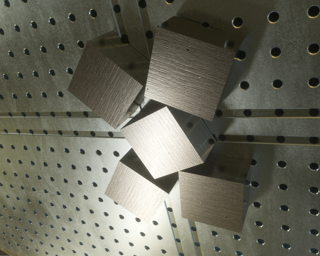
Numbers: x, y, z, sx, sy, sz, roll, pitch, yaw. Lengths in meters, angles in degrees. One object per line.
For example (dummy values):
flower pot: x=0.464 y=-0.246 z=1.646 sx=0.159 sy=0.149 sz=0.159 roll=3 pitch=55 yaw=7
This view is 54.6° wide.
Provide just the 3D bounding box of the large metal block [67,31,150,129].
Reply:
large metal block: x=-0.058 y=-0.060 z=0.389 sx=0.080 sy=0.050 sz=0.080 roll=39 pitch=130 yaw=2

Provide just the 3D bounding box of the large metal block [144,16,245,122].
large metal block: x=0.035 y=-0.065 z=0.335 sx=0.080 sy=0.050 sz=0.079 roll=21 pitch=127 yaw=12

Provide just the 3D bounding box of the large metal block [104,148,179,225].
large metal block: x=-0.026 y=0.082 z=0.458 sx=0.080 sy=0.050 sz=0.080 roll=33 pitch=129 yaw=7

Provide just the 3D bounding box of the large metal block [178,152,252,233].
large metal block: x=0.073 y=0.081 z=0.407 sx=0.080 sy=0.050 sz=0.080 roll=8 pitch=122 yaw=23

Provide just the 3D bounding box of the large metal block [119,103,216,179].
large metal block: x=0.011 y=0.010 z=0.395 sx=0.080 sy=0.050 sz=0.080 roll=-25 pitch=105 yaw=37
